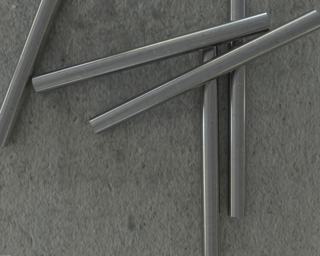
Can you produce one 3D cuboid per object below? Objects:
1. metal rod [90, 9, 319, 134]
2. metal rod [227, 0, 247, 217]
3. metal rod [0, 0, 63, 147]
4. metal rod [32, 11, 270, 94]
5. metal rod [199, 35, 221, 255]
[{"bbox_3d":[0.049,-0.065,0.387,0.301,0.025,0.025,-25,90,9],"label":"metal rod"},{"bbox_3d":[0.102,-0.034,0.411,0.025,0.025,0.298,0,90,-1],"label":"metal rod"},{"bbox_3d":[-0.161,-0.119,0.407,0.025,0.025,0.299,20,90,-1],"label":"metal rod"},{"bbox_3d":[-0.016,-0.093,0.393,0.301,0.025,0.025,-14,90,6],"label":"metal rod"},{"bbox_3d":[0.066,0.026,0.410,0.025,0.025,0.298,-1,90,-1],"label":"metal rod"}]
